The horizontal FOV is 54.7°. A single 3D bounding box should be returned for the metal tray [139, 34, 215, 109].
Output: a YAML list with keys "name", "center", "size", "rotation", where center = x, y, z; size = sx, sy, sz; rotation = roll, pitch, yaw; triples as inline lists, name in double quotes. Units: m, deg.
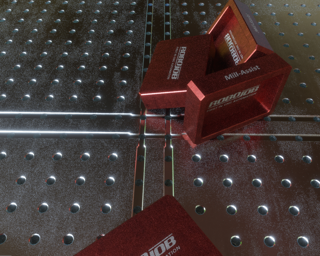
- name: "metal tray"
  center: [0.030, -0.086, 0.460]
  size: [0.090, 0.030, 0.130]
  rotation: [-2, 48, 21]

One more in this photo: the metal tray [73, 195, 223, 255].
- name: "metal tray"
  center: [-0.016, 0.134, 0.292]
  size: [0.131, 0.030, 0.090]
  rotation: [-29, 56, -23]

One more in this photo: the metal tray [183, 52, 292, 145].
- name: "metal tray"
  center: [0.096, -0.036, 0.397]
  size: [0.131, 0.089, 0.030]
  rotation: [-20, 53, -17]

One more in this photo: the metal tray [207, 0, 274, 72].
- name: "metal tray"
  center: [0.109, -0.122, 0.466]
  size: [0.030, 0.089, 0.130]
  rotation: [14, 45, -25]
